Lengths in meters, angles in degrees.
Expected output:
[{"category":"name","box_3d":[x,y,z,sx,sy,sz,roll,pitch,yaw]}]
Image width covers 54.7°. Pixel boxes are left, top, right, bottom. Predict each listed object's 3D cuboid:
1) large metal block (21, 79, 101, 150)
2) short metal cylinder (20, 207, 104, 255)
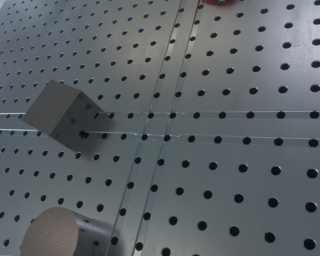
[{"category":"large metal block","box_3d":[-0.156,-0.022,0.488,0.080,0.050,0.080,21,73,36]},{"category":"short metal cylinder","box_3d":[-0.115,0.140,0.367,0.080,0.050,0.080,-13,56,21]}]
